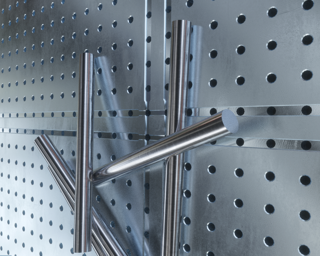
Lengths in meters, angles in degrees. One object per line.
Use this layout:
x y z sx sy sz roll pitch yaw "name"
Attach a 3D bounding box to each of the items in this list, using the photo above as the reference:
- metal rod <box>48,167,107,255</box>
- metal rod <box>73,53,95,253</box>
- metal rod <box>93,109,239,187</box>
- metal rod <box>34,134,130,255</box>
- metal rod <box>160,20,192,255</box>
-0.105 0.167 0.493 0.300 0.025 0.025 49 119 28 "metal rod"
-0.114 0.028 0.468 0.025 0.025 0.299 -14 72 39 "metal rod"
-0.027 0.041 0.403 0.299 0.025 0.025 -27 73 44 "metal rod"
-0.108 0.127 0.470 0.300 0.025 0.025 50 119 19 "metal rod"
0.020 0.018 0.391 0.025 0.025 0.298 5 93 39 "metal rod"
